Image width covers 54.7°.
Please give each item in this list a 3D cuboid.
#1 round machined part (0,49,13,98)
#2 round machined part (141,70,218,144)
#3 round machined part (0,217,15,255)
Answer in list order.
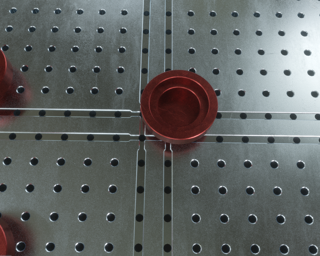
[{"bbox_3d":[-0.251,-0.069,0.425,0.099,0.042,0.098,0,70,-1],"label":"round machined part"},{"bbox_3d":[0.024,-0.025,0.412,0.099,0.042,0.098,0,70,-1],"label":"round machined part"},{"bbox_3d":[-0.212,0.143,0.348,0.099,0.042,0.098,0,70,-1],"label":"round machined part"}]
